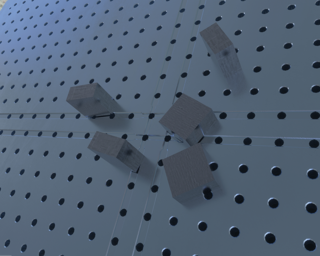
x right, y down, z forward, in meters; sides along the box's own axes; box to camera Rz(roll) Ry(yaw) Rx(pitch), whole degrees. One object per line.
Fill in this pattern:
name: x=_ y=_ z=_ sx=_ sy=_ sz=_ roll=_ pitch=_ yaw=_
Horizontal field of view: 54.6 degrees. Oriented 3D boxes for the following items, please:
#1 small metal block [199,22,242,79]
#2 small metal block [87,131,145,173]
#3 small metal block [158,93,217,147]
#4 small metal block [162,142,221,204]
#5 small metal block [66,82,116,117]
small metal block: x=0.081 y=-0.103 z=0.413 sx=0.025 sy=0.050 sz=0.050 roll=-30 pitch=52 yaw=9
small metal block: x=-0.057 y=0.031 z=0.404 sx=0.050 sy=0.050 sz=0.025 roll=14 pitch=69 yaw=34
small metal block: x=0.036 y=-0.010 z=0.396 sx=0.050 sy=0.025 sz=0.050 roll=35 pitch=81 yaw=38
small metal block: x=0.035 y=0.052 z=0.358 sx=0.050 sy=0.025 sz=0.050 roll=-26 pitch=53 yaw=12
small metal block: x=-0.105 y=-0.042 z=0.474 sx=0.050 sy=0.050 sz=0.025 roll=-5 pitch=60 yaw=26
